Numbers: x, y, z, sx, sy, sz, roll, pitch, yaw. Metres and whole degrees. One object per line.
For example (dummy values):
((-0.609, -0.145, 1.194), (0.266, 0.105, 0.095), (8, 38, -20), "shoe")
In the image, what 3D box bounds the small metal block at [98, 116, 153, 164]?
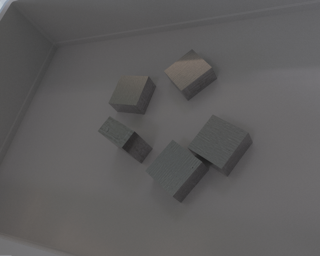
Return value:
((-0.045, 0.016, 0.404), (0.050, 0.050, 0.025), (29, 78, 37), "small metal block")

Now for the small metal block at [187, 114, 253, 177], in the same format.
((0.069, 0.019, 0.357), (0.050, 0.025, 0.050), (32, 79, 38), "small metal block")

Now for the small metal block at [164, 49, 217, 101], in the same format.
((0.042, -0.074, 0.429), (0.050, 0.025, 0.050), (-38, 51, 3), "small metal block")

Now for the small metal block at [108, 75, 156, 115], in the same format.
((-0.041, -0.050, 0.458), (0.050, 0.025, 0.050), (7, 65, 31), "small metal block")

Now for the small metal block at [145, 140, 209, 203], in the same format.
((0.020, 0.050, 0.365), (0.050, 0.025, 0.050), (-48, 51, -6), "small metal block")
